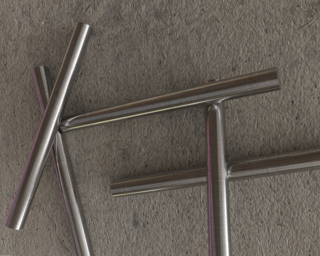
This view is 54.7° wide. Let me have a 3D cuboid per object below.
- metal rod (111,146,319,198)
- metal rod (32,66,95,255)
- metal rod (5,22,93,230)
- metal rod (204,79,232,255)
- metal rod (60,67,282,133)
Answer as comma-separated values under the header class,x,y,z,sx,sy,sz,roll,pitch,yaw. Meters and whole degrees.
class,x,y,z,sx,sy,sz,roll,pitch,yaw
metal rod,0.077,0.055,0.381,0.301,0.025,0.025,-12,86,19
metal rod,-0.144,0.053,0.459,0.025,0.025,0.299,-17,84,19
metal rod,-0.155,-0.006,0.438,0.025,0.025,0.299,17,86,19
metal rod,0.066,0.089,0.348,0.025,0.025,0.299,-5,74,20
metal rod,-0.008,-0.028,0.390,0.300,0.025,0.025,-10,87,27
